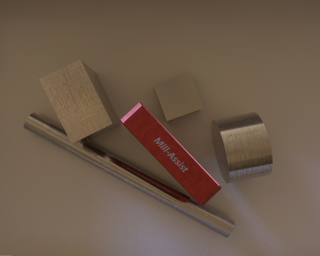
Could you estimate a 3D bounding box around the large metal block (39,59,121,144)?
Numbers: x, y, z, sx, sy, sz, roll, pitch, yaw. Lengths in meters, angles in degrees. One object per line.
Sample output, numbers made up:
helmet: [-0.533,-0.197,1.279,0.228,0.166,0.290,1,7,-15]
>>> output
large metal block: [-0.093,-0.029,0.381,0.050,0.080,0.080,-26,90,0]

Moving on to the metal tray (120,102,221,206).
metal tray: [0.012,0.029,0.377,0.030,0.090,0.130,-44,91,0]

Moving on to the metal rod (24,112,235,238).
metal rod: [-0.039,0.062,0.410,0.301,0.025,0.025,29,90,-1]

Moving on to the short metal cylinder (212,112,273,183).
short metal cylinder: [0.099,0.024,0.384,0.050,0.080,0.080,-12,90,1]

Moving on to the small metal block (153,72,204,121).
small metal block: [0.024,-0.040,0.409,0.050,0.025,0.050,-20,90,-1]
